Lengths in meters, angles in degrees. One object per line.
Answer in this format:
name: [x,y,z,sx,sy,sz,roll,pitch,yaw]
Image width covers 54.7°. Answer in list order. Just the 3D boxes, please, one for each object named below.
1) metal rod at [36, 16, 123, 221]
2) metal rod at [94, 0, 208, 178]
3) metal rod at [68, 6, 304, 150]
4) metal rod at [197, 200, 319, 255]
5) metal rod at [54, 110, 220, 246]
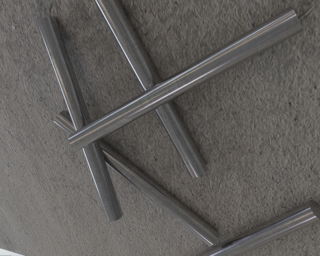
metal rod: [-0.108,-0.002,0.437,0.025,0.025,0.298,-6,108,31]
metal rod: [-0.018,-0.067,0.374,0.025,0.025,0.299,-18,109,35]
metal rod: [0.006,-0.041,0.349,0.300,0.025,0.025,-26,104,28]
metal rod: [0.106,0.181,0.462,0.025,0.025,0.298,43,129,-1]
metal rod: [-0.036,0.075,0.472,0.300,0.025,0.025,38,129,2]
